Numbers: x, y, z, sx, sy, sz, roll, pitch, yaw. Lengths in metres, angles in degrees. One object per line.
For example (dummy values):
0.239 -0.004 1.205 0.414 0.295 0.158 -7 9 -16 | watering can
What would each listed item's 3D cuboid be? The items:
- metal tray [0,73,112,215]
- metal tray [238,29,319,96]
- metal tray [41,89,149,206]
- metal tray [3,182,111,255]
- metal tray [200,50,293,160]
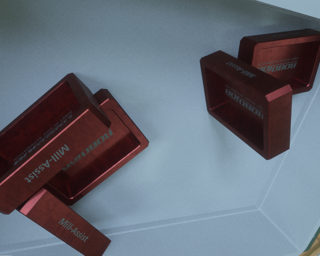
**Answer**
-0.118 0.010 0.308 0.130 0.090 0.030 -41 130 -1 | metal tray
0.171 -0.089 0.446 0.131 0.030 0.089 -13 124 -22 | metal tray
-0.089 0.026 0.373 0.130 0.030 0.090 -38 130 -3 | metal tray
-0.125 0.102 0.359 0.030 0.090 0.130 -56 135 -25 | metal tray
0.100 -0.032 0.378 0.030 0.130 0.090 -25 128 -13 | metal tray
